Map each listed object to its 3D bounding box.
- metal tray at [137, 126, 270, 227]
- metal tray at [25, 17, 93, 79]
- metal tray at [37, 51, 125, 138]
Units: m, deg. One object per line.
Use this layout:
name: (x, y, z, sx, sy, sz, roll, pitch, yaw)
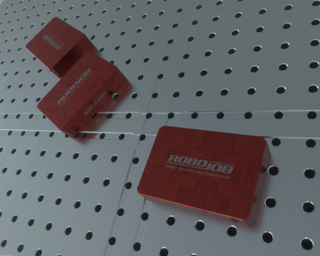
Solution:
metal tray: (0.048, 0.049, 0.349, 0.130, 0.030, 0.090, 7, 65, 30)
metal tray: (-0.199, -0.160, 0.605, 0.090, 0.030, 0.130, -48, 52, -6)
metal tray: (-0.130, -0.058, 0.507, 0.090, 0.030, 0.130, 34, 80, 38)
